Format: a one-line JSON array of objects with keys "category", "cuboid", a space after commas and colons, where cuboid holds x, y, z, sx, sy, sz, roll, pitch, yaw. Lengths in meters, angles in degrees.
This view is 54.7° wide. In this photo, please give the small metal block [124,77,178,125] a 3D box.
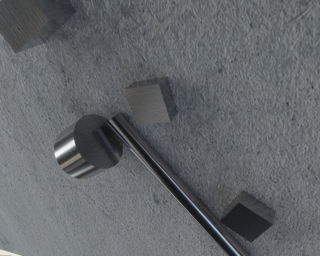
[{"category": "small metal block", "cuboid": [-0.011, -0.034, 0.390, 0.050, 0.025, 0.050, -4, 117, 30]}]

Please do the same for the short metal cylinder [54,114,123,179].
[{"category": "short metal cylinder", "cuboid": [-0.100, 0.027, 0.439, 0.050, 0.080, 0.080, -28, 103, 37]}]

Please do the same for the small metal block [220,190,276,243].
[{"category": "small metal block", "cuboid": [0.118, 0.120, 0.418, 0.050, 0.025, 0.050, 33, 129, 6]}]

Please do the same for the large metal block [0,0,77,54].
[{"category": "large metal block", "cuboid": [-0.165, -0.152, 0.381, 0.080, 0.050, 0.080, -24, 106, 36]}]

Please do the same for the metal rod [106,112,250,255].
[{"category": "metal rod", "cuboid": [0.033, 0.097, 0.447, 0.300, 0.025, 0.025, 48, 129, -7]}]
